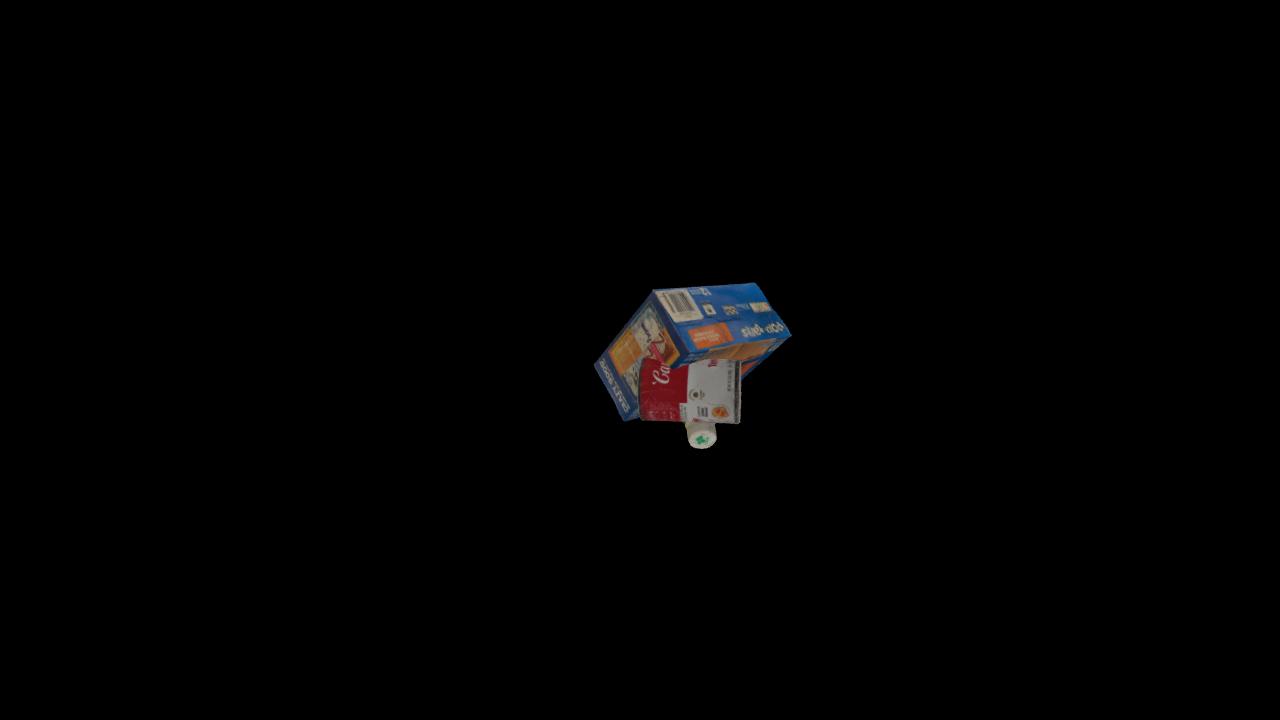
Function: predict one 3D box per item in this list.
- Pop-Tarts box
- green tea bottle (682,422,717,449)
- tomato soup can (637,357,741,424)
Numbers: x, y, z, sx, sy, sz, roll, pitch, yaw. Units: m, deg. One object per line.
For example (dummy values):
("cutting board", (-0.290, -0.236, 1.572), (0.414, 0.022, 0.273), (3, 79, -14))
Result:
("Pop-Tarts box", (0.059, -0.011, 0.700), (0.167, 0.083, 0.141), (-8, -28, -40))
("green tea bottle", (0.062, 0.014, 0.730), (0.073, 0.073, 0.212), (0, 44, -6))
("tomato soup can", (0.053, 0.031, 0.631), (0.101, 0.068, 0.068), (2, 0, 11))
